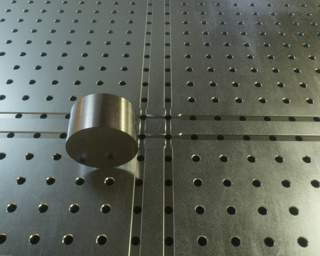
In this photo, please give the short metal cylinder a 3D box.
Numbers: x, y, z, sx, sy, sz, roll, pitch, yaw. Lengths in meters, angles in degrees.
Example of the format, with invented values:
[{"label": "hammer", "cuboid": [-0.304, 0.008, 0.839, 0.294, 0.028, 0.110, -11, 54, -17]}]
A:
[{"label": "short metal cylinder", "cuboid": [-0.067, 0.005, 0.367, 0.081, 0.080, 0.050, -3, 50, -3]}]
